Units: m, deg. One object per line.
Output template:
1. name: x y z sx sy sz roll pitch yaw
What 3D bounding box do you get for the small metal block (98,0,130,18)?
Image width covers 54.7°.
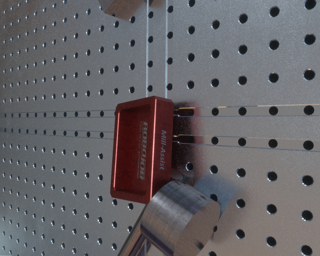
1. small metal block: -0.069 -0.206 0.467 0.050 0.025 0.050 -40 66 33

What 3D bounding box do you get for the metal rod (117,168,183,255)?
1. metal rod: -0.046 0.182 0.447 0.025 0.025 0.298 41 115 32

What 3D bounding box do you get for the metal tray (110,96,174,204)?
1. metal tray: -0.025 0.029 0.406 0.090 0.030 0.129 -6 79 49

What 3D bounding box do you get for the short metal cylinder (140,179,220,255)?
1. short metal cylinder: 0.024 0.106 0.354 0.050 0.081 0.079 29 108 36
